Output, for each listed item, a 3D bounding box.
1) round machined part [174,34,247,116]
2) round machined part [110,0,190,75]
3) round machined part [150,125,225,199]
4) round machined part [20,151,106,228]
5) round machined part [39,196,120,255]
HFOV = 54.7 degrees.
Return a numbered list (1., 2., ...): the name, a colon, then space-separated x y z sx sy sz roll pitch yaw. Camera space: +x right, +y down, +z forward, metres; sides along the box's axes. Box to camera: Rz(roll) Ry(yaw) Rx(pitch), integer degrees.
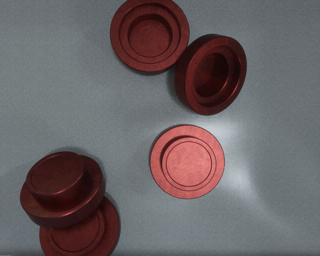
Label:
1. round machined part: 0.058 -0.068 0.387 0.099 0.042 0.097 -16 121 -28
2. round machined part: -0.013 -0.118 0.403 0.099 0.042 0.097 0 90 -1
3. round machined part: 0.036 0.045 0.403 0.099 0.042 0.097 0 90 -1
4. round machined part: -0.119 0.066 0.372 0.099 0.098 0.042 -9 130 -1
5. round machined part: -0.100 0.124 0.384 0.099 0.042 0.098 0 66 -1
